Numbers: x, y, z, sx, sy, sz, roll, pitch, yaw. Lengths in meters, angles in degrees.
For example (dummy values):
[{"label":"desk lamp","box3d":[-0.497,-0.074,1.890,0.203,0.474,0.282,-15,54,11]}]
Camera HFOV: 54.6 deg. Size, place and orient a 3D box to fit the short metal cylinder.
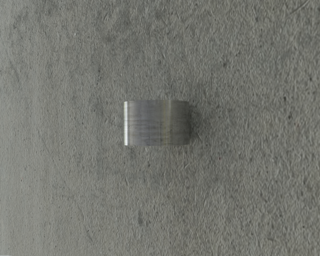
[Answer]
[{"label":"short metal cylinder","box3d":[-0.004,-0.005,0.374,0.080,0.081,0.050,-1,90,40]}]
